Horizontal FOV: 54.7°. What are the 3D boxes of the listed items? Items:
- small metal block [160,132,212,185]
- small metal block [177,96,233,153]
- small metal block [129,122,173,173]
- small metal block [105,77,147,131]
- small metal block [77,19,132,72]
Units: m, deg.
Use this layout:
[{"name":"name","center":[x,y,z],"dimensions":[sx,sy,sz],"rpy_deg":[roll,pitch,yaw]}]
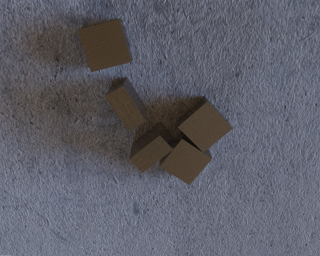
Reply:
[{"name":"small metal block","center":[0.035,0.042,0.426],"dimensions":[0.050,0.025,0.050],"rpy_deg":[34,106,-12]},{"name":"small metal block","center":[0.058,-0.005,0.408],"dimensions":[0.050,0.025,0.050],"rpy_deg":[-42,105,13]},{"name":"small metal block","center":[-0.011,0.024,0.405],"dimensions":[0.050,0.050,0.025],"rpy_deg":[-38,106,13]},{"name":"small metal block","center":[-0.040,-0.031,0.385],"dimensions":[0.025,0.050,0.050],"rpy_deg":[-29,108,10]},{"name":"small metal block","center":[-0.064,-0.099,0.372],"dimensions":[0.050,0.025,0.050],"rpy_deg":[-13,110,4]}]
